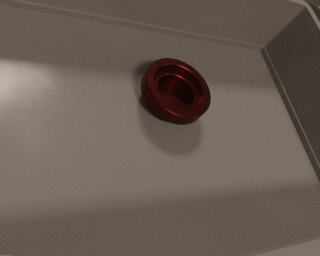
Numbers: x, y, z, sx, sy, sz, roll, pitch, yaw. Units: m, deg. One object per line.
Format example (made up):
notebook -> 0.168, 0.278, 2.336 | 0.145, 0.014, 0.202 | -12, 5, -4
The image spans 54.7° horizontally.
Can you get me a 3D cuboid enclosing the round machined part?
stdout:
round machined part -> 0.018, -0.047, 0.435 | 0.099, 0.042, 0.098 | 14, 56, -21
